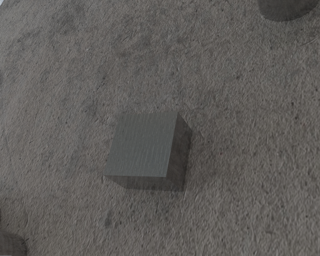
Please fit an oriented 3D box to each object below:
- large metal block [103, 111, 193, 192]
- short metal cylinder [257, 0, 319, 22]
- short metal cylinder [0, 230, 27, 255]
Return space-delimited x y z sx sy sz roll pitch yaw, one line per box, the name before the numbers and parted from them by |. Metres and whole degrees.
large metal block | -0.012 0.029 0.376 0.080 0.050 0.080 -3 60 27
short metal cylinder | 0.170 -0.191 0.416 0.080 0.050 0.080 -13 56 21
short metal cylinder | -0.222 0.172 0.399 0.080 0.050 0.080 -13 56 21
